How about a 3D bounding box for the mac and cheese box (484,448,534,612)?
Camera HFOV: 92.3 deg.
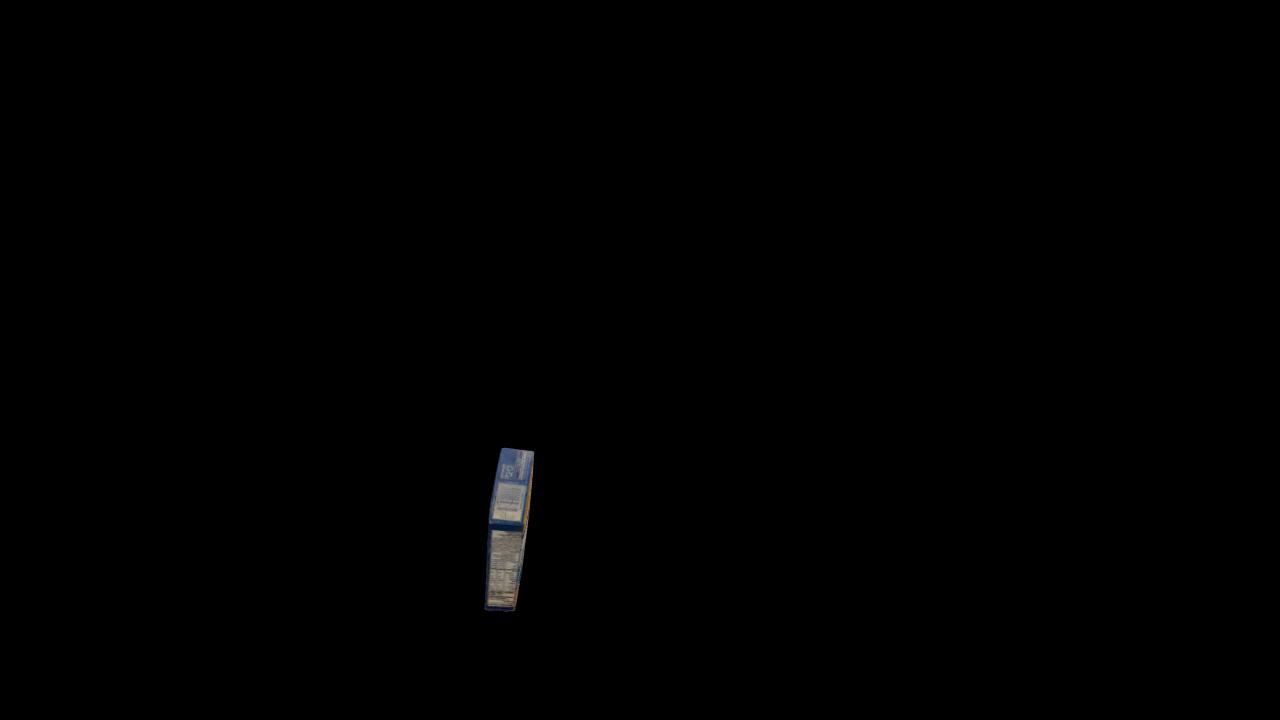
[{"bbox_3d":[-0.145,0.191,0.678,0.041,0.184,0.093,6,43,-9],"label":"mac and cheese box"}]
